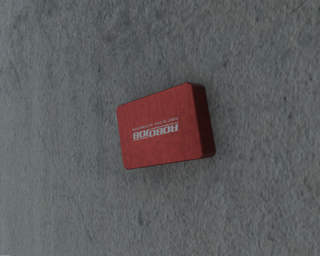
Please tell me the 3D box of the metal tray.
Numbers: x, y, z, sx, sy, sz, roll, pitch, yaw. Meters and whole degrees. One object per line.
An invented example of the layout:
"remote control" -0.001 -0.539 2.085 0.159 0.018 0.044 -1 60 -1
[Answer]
"metal tray" 0.002 0.002 0.401 0.130 0.030 0.090 -14 81 39
